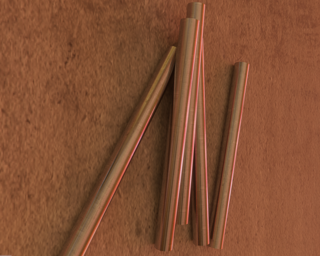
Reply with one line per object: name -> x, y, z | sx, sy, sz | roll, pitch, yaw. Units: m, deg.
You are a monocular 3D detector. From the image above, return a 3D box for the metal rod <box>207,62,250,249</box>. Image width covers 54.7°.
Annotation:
metal rod -> 0.111, 0.038, 0.500 | 0.025, 0.025, 0.299 | 18, 79, -39

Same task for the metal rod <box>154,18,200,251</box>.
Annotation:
metal rod -> 0.022, 0.010, 0.404 | 0.025, 0.025, 0.298 | 4, 94, -40

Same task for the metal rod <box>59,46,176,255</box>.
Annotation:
metal rod -> -0.040, 0.024, 0.372 | 0.025, 0.025, 0.300 | 39, 66, -33

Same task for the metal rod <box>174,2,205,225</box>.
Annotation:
metal rod -> 0.038, -0.018, 0.426 | 0.025, 0.025, 0.298 | 3, 92, -40

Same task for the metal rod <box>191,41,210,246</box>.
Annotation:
metal rod -> 0.056, 0.020, 0.453 | 0.025, 0.025, 0.298 | -4, 92, -40
